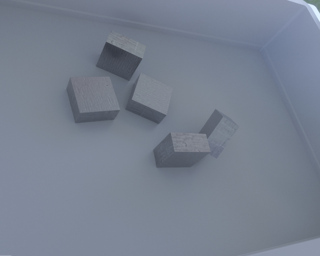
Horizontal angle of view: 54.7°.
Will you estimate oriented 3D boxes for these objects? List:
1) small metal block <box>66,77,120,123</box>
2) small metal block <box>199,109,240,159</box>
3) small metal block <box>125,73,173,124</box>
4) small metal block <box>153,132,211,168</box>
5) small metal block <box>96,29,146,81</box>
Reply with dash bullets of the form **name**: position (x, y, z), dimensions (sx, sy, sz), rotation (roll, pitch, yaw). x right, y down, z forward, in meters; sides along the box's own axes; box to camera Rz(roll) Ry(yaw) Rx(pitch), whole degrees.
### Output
- **small metal block**: position (-0.083, -0.036, 0.384), dimensions (0.050, 0.025, 0.050), rotation (-7, 65, -32)
- **small metal block**: position (0.075, 0.006, 0.415), dimensions (0.025, 0.050, 0.050), rotation (32, 12, -9)
- **small metal block**: position (-0.014, -0.040, 0.424), dimensions (0.050, 0.025, 0.050), rotation (24, 53, -14)
- **small metal block**: position (0.026, 0.029, 0.388), dimensions (0.050, 0.050, 0.025), rotation (3, 61, -27)
- **small metal block**: position (-0.054, -0.098, 0.422), dimensions (0.050, 0.050, 0.025), rotation (22, 54, -15)
